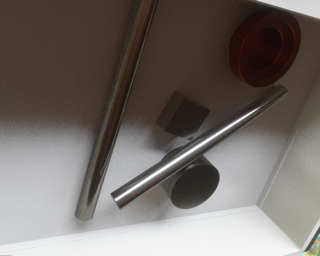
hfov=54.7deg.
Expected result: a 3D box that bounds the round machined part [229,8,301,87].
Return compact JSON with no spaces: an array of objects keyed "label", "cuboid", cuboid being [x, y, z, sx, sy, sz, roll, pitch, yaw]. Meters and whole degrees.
[{"label":"round machined part","cuboid":[0.131,-0.106,0.406,0.099,0.042,0.097,-14,125,-21]}]

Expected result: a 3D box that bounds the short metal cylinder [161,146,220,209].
[{"label":"short metal cylinder","cuboid":[0.041,0.073,0.462,0.081,0.050,0.079,-14,125,-21]}]

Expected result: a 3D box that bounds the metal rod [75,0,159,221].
[{"label":"metal rod","cuboid":[-0.057,-0.011,0.371,0.025,0.025,0.298,6,116,-31]}]

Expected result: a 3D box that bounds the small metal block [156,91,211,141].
[{"label":"small metal block","cuboid":[0.031,-0.016,0.418,0.050,0.025,0.050,20,107,-36]}]

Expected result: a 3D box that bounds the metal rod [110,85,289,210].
[{"label":"metal rod","cuboid":[0.067,0.019,0.435,0.302,0.025,0.025,-31,129,-18]}]
